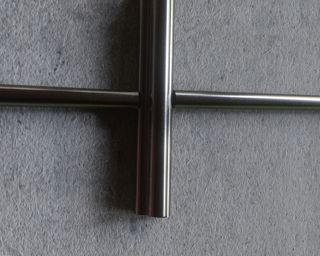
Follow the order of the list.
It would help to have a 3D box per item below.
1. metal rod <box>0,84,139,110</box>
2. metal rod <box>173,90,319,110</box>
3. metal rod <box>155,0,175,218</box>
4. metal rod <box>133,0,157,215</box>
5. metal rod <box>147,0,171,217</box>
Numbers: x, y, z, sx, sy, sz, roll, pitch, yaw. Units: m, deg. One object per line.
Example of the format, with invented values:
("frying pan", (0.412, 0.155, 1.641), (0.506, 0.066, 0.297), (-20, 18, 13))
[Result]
("metal rod", (-0.172, -0.037, 0.346), (0.303, 0.025, 0.025), (0, 90, -21))
("metal rod", (0.158, -0.040, 0.470), (0.303, 0.025, 0.025), (-1, 90, -21))
("metal rod", (0.004, -0.033, 0.414), (0.025, 0.025, 0.298), (1, 90, -20))
("metal rod", (-0.019, -0.039, 0.405), (0.025, 0.025, 0.298), (1, 90, -20))
("metal rod", (-0.001, -0.040, 0.389), (0.025, 0.025, 0.298), (1, 90, -20))
